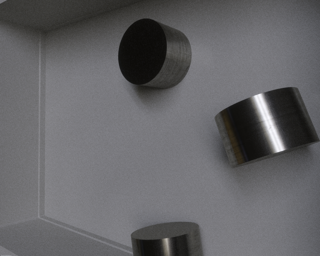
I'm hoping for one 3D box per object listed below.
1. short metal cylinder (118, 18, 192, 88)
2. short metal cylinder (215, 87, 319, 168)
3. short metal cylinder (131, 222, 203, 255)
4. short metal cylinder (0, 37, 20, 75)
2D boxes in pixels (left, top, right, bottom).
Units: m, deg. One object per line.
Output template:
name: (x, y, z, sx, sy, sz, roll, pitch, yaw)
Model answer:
short metal cylinder: (-0.007, -0.092, 0.395, 0.080, 0.050, 0.079, 0, 90, 39)
short metal cylinder: (0.098, 0.002, 0.289, 0.080, 0.081, 0.050, -26, 74, 37)
short metal cylinder: (0.009, 0.145, 0.362, 0.080, 0.081, 0.050, -13, 82, 39)
short metal cylinder: (-0.351, -0.159, 0.678, 0.080, 0.050, 0.079, 0, 90, 39)
